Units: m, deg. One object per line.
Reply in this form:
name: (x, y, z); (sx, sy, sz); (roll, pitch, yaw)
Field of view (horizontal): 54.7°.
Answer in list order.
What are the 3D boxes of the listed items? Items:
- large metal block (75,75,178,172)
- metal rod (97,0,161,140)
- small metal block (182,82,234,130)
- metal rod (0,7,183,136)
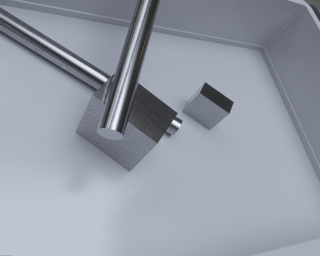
large metal block: (-0.040, -0.006, 0.353); (0.080, 0.080, 0.050); (37, 51, -4)
metal rod: (-0.017, -0.126, 0.346); (0.025, 0.025, 0.299); (20, 63, -17)
small metal block: (0.069, -0.030, 0.447); (0.050, 0.050, 0.025); (34, 51, -7)
metal rod: (-0.104, -0.078, 0.397); (0.301, 0.025, 0.025); (31, 52, -8)
